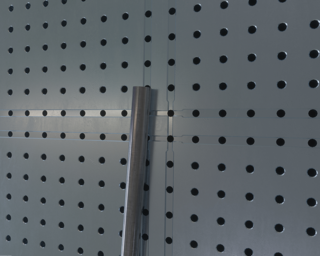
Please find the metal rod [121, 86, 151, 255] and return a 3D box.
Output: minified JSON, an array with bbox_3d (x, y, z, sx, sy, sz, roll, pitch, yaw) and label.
[{"bbox_3d":[-0.035,0.094,0.425,0.025,0.025,0.298,5,92,20],"label":"metal rod"}]
